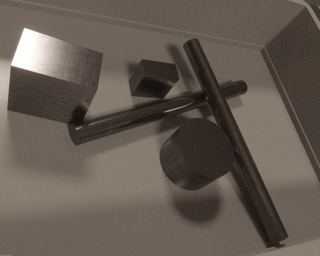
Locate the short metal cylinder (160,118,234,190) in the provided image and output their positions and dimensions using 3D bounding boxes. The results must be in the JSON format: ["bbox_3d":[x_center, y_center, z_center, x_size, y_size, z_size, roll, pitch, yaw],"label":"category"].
[{"bbox_3d":[0.047,0.034,0.396,0.081,0.050,0.080,14,56,-21],"label":"short metal cylinder"}]

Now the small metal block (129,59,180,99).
[{"bbox_3d":[-0.009,-0.066,0.426,0.050,0.050,0.025,2,61,-28],"label":"small metal block"}]

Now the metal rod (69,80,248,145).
[{"bbox_3d":[0.020,-0.031,0.436,0.302,0.025,0.025,-18,72,-35],"label":"metal rod"}]

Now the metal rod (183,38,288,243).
[{"bbox_3d":[0.101,0.009,0.433,0.025,0.025,0.299,-14,76,-34],"label":"metal rod"}]

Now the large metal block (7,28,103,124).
[{"bbox_3d":[-0.116,-0.050,0.340,0.081,0.080,0.050,14,56,-21],"label":"large metal block"}]
